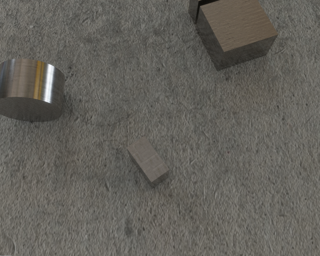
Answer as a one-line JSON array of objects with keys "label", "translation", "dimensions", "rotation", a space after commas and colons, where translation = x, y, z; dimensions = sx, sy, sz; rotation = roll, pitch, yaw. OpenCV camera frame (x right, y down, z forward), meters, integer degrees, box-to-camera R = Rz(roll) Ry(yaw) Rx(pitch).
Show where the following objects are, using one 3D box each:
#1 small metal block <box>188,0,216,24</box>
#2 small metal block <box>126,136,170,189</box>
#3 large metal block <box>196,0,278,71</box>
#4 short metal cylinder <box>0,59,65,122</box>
[{"label": "small metal block", "translation": [0.073, -0.189, 0.465], "dimensions": [0.050, 0.050, 0.025], "rotation": [-21, 72, -8]}, {"label": "small metal block", "translation": [-0.014, 0.043, 0.379], "dimensions": [0.025, 0.050, 0.050], "rotation": [-34, 74, -12]}, {"label": "large metal block", "translation": [0.107, -0.139, 0.447], "dimensions": [0.081, 0.050, 0.080], "rotation": [-19, 71, -7]}, {"label": "short metal cylinder", "translation": [-0.165, -0.045, 0.393], "dimensions": [0.081, 0.080, 0.050], "rotation": [-1, 70, -1]}]
